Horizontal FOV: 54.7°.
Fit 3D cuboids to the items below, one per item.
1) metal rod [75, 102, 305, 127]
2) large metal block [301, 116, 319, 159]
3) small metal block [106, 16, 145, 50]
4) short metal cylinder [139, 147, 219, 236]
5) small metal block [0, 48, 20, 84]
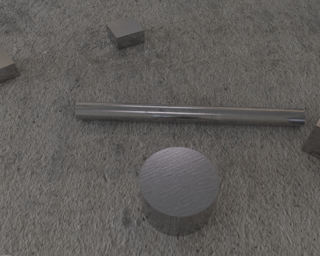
[{"bbox_3d":[0.039,-0.019,0.419,0.302,0.025,0.025,2,50,1],"label":"metal rod"},{"bbox_3d":[0.237,0.006,0.384,0.080,0.050,0.080,29,56,22],"label":"large metal block"},{"bbox_3d":[-0.061,-0.167,0.543,0.050,0.025,0.050,-22,54,-18],"label":"small metal block"},{"bbox_3d":[0.019,0.067,0.331,0.081,0.050,0.080,0,50,0],"label":"short metal cylinder"},{"bbox_3d":[-0.255,-0.093,0.480,0.050,0.025,0.050,-32,57,-24],"label":"small metal block"}]
